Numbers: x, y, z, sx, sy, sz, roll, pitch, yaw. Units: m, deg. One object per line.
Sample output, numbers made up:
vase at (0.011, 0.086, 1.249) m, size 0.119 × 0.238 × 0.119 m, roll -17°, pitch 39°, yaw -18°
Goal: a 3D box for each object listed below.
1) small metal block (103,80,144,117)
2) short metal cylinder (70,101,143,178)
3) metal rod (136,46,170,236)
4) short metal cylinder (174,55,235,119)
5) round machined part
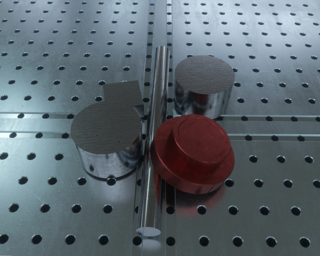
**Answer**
small metal block at (-0.051, -0.038, 0.434) m, size 0.050 × 0.025 × 0.050 m, roll -9°, pitch 51°, yaw -7°
short metal cylinder at (-0.062, 0.013, 0.374) m, size 0.081 × 0.050 × 0.080 m, roll 0°, pitch 50°, yaw 0°
metal rod at (-0.004, -0.009, 0.410) m, size 0.025 × 0.025 × 0.300 m, roll 2°, pitch 50°, yaw 2°
short metal cylinder at (0.060, -0.057, 0.434) m, size 0.081 × 0.050 × 0.080 m, roll 0°, pitch 50°, yaw 0°
round machined part at (0.041, 0.023, 0.357) m, size 0.099 × 0.042 × 0.098 m, roll 11°, pitch 48°, yaw -12°
